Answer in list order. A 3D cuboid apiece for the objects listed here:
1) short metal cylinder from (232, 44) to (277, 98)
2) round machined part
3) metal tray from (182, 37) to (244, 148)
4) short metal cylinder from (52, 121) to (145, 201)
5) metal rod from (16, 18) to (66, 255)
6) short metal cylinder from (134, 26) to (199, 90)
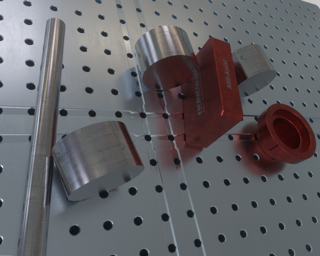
[{"bbox_3d":[0.139,-0.090,0.502,0.081,0.080,0.050,-10,67,-33],"label":"short metal cylinder"},{"bbox_3d":[0.195,0.013,0.494,0.099,0.042,0.098,14,56,-21],"label":"round machined part"},{"bbox_3d":[0.067,-0.049,0.431,0.030,0.090,0.130,12,57,-22],"label":"metal tray"},{"bbox_3d":[-0.063,0.034,0.318,0.081,0.080,0.050,-14,69,-34],"label":"short metal cylinder"},{"bbox_3d":[-0.127,-0.008,0.344,0.025,0.025,0.299,9,58,-24],"label":"metal rod"},{"bbox_3d":[0.008,-0.096,0.436,0.081,0.080,0.050,-2,63,-29],"label":"short metal cylinder"}]
